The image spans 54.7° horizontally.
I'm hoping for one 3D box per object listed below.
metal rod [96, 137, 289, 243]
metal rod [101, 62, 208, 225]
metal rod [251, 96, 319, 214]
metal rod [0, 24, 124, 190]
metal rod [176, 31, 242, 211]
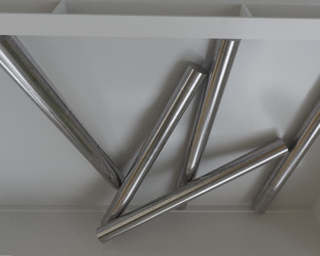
[{"bbox_3d":[0.042,0.094,0.453,0.301,0.025,0.025,-28,126,7],"label":"metal rod"},{"bbox_3d":[-0.020,0.044,0.427,0.025,0.025,0.298,20,122,-16],"label":"metal rod"},{"bbox_3d":[0.195,0.025,0.433,0.025,0.025,0.298,8,130,-7],"label":"metal rod"},{"bbox_3d":[-0.095,0.007,0.358,0.025,0.025,0.299,-10,147,8],"label":"metal rod"},{"bbox_3d":[0.053,0.015,0.422,0.025,0.025,0.298,6,130,-6],"label":"metal rod"}]
